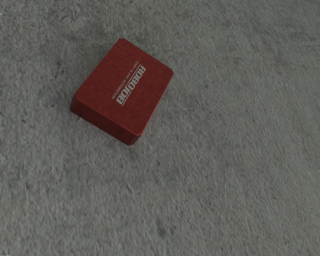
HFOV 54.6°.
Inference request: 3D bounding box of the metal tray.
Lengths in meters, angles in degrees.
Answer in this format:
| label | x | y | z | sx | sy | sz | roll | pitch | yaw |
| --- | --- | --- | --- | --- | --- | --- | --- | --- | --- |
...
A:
| label | x | y | z | sx | sy | sz | roll | pitch | yaw |
| --- | --- | --- | --- | --- | --- | --- | --- | --- | --- |
| metal tray | -0.045 | -0.051 | 0.408 | 0.090 | 0.030 | 0.130 | 32 | 52 | -8 |
